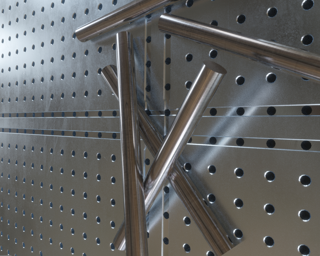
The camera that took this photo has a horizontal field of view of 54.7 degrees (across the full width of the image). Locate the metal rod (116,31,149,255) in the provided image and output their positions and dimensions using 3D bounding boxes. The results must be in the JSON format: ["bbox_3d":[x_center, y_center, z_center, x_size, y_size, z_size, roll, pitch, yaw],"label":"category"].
[{"bbox_3d":[-0.039,0.006,0.397,0.025,0.025,0.299,-23,63,37],"label":"metal rod"}]

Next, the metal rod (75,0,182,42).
[{"bbox_3d":[-0.014,-0.168,0.418,0.300,0.025,0.025,-7,86,39],"label":"metal rod"}]

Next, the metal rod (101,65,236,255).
[{"bbox_3d":[-0.002,0.026,0.408,0.025,0.025,0.299,-49,62,29],"label":"metal rod"}]

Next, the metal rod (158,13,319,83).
[{"bbox_3d":[0.113,-0.076,0.315,0.300,0.025,0.025,30,109,35],"label":"metal rod"}]

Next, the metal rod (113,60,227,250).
[{"bbox_3d":[-0.002,0.055,0.375,0.025,0.025,0.298,47,128,29],"label":"metal rod"}]
